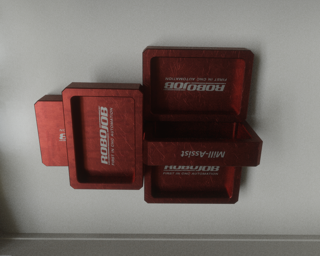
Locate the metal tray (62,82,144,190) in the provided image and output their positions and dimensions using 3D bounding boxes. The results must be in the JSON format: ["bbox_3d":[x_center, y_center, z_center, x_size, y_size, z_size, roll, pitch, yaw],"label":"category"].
[{"bbox_3d":[-0.065,0.012,0.377,0.091,0.030,0.129,1,110,-1],"label":"metal tray"}]

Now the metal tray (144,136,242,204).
[{"bbox_3d":[0.044,0.059,0.429,0.131,0.030,0.089,1,110,-1],"label":"metal tray"}]

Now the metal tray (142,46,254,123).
[{"bbox_3d":[0.044,-0.054,0.388,0.131,0.030,0.089,1,110,-1],"label":"metal tray"}]

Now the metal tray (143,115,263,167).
[{"bbox_3d":[0.047,0.013,0.379,0.131,0.090,0.030,1,110,-1],"label":"metal tray"}]

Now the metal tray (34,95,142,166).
[{"bbox_3d":[-0.089,0.004,0.405,0.131,0.030,0.089,0,110,-1],"label":"metal tray"}]
